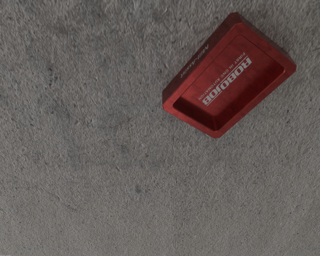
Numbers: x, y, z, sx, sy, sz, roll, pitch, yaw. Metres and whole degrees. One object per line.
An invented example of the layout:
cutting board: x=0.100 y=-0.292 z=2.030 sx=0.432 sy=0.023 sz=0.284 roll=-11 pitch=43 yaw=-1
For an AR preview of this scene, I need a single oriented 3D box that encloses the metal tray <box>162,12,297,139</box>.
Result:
metal tray: x=0.075 y=-0.053 z=0.358 sx=0.090 sy=0.030 sz=0.129 roll=29 pitch=124 yaw=-22
